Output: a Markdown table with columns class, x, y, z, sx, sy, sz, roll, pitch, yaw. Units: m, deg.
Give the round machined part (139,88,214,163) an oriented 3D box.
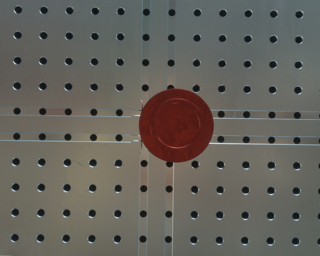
| class | x | y | z | sx | sy | sz | roll | pitch | yaw |
| --- | --- | --- | --- | --- | --- | --- | --- | --- | --- |
| round machined part | 0.022 | -0.003 | 0.405 | 0.099 | 0.042 | 0.097 | 0 | 90 | 0 |
